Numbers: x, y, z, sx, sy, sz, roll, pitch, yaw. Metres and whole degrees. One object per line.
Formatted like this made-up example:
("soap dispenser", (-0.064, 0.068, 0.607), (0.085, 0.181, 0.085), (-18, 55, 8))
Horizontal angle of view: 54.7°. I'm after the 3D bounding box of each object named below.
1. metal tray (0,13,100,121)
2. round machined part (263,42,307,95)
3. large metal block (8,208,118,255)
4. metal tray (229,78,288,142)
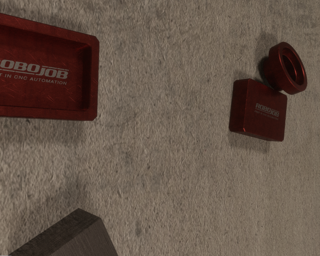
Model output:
("metal tray", (-0.125, -0.054, 0.297), (0.131, 0.030, 0.089), (2, 89, -40))
("round machined part", (0.230, -0.107, 0.578), (0.099, 0.042, 0.098), (18, 62, -37))
("large metal block", (-0.090, 0.142, 0.315), (0.081, 0.050, 0.080), (-31, 110, -36))
("metal tray", (0.180, -0.028, 0.555), (0.131, 0.030, 0.090), (12, 82, -40))
